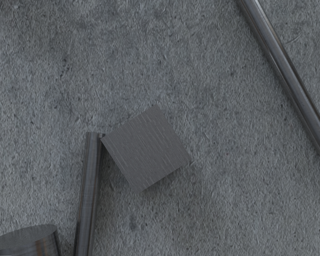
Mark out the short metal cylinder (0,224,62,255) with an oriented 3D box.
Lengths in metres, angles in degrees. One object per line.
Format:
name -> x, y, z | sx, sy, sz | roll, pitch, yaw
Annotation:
short metal cylinder -> -0.165, 0.157, 0.381 | 0.080, 0.080, 0.050 | -9, 90, 0

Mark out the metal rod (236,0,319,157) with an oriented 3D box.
metal rod -> 0.171, -0.066, 0.411 | 0.025, 0.025, 0.299 | -28, 90, 0

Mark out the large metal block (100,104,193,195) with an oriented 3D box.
large metal block -> -0.016, 0.025, 0.397 | 0.080, 0.050, 0.080 | -33, 90, 0

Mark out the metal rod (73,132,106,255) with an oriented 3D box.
metal rod -> -0.101, 0.154, 0.409 | 0.025, 0.025, 0.298 | 6, 90, 0
